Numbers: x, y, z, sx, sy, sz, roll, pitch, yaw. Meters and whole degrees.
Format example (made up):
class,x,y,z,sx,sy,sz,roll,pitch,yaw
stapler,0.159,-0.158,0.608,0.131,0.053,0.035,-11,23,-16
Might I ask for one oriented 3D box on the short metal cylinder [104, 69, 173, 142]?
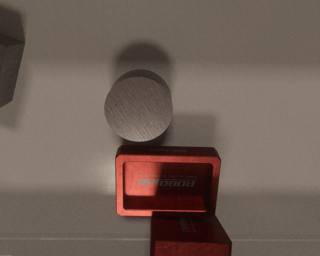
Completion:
class,x,y,z,sx,sy,sz,roll,pitch,yaw
short metal cylinder,-0.025,-0.029,0.387,0.081,0.050,0.079,0,110,-1

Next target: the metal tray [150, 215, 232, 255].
class,x,y,z,sx,sy,sz,roll,pitch,yaw
metal tray,0.033,0.136,0.404,0.091,0.130,0.030,3,93,-2

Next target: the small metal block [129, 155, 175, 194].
class,x,y,z,sx,sy,sz,roll,pitch,yaw
small metal block,-0.013,0.065,0.435,0.050,0.025,0.050,38,105,-13

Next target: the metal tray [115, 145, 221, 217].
class,x,y,z,sx,sy,sz,roll,pitch,yaw
metal tray,0.009,0.070,0.408,0.131,0.030,0.089,1,110,-2

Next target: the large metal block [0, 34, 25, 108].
class,x,y,z,sx,sy,sz,roll,pitch,yaw
large metal block,-0.219,-0.075,0.367,0.080,0.050,0.079,19,109,-8
